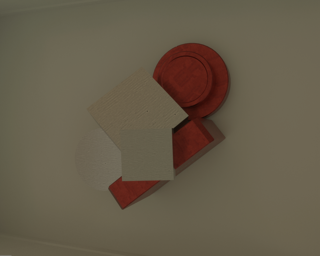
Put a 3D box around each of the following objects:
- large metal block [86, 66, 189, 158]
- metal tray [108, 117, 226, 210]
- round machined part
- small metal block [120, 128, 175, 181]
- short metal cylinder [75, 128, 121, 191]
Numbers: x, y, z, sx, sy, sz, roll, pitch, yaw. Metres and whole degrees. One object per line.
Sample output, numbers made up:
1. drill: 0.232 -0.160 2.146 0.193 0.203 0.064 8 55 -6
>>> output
1. large metal block: -0.025 -0.010 0.365 0.080 0.050 0.080 -39 76 -10
2. metal tray: 0.012 0.040 0.369 0.130 0.090 0.030 -39 77 15
3. round machined part: 0.036 -0.058 0.386 0.098 0.042 0.097 0 90 19
4. small metal block: -0.011 0.026 0.311 0.050 0.025 0.050 -2 89 6
5. short metal cylinder: -0.066 0.040 0.417 0.080 0.050 0.079 0 90 19
